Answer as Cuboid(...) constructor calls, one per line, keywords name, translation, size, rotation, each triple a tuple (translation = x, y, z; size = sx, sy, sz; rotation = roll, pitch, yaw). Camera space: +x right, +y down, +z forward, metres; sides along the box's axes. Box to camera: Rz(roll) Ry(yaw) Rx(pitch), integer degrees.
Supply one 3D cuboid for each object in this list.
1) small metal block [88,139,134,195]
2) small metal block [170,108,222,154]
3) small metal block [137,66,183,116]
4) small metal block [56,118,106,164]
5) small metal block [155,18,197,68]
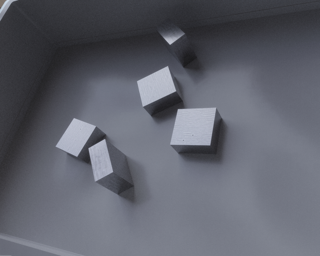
Cuboid(name="small metal block", translation=(-0.061, 0.050, 0.392), size=(0.025, 0.050, 0.050), rotation=(-29, 52, 10))
Cuboid(name="small metal block", translation=(0.045, 0.004, 0.380), size=(0.050, 0.025, 0.050), rotation=(-1, 61, 28))
Cuboid(name="small metal block", translation=(-0.001, -0.052, 0.438), size=(0.050, 0.025, 0.050), rotation=(-24, 53, 13))
Cuboid(name="small metal block", translation=(-0.117, 0.018, 0.456), size=(0.050, 0.025, 0.050), rotation=(18, 71, 35))
Cuboid(name="small metal block", translation=(0.024, -0.125, 0.454), size=(0.025, 0.050, 0.050), rotation=(-36, 51, 4))
